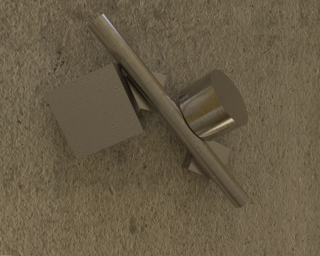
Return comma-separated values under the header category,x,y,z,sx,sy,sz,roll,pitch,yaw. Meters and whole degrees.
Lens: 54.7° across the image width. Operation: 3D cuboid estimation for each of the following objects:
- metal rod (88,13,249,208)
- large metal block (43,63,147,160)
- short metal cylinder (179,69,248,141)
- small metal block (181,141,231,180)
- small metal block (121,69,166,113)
category,x,y,z,sx,sy,sz,roll,pitch,yaw
metal rod,0.020,-0.012,0.392,0.025,0.025,0.300,-43,104,-15
large metal block,-0.070,-0.021,0.354,0.080,0.050,0.080,-23,100,5
short metal cylinder,0.070,-0.029,0.403,0.080,0.050,0.080,33,42,-35
small metal block,0.065,0.042,0.436,0.050,0.025,0.050,26,81,-19
small metal block,-0.025,-0.049,0.402,0.050,0.025,0.050,13,86,-20
